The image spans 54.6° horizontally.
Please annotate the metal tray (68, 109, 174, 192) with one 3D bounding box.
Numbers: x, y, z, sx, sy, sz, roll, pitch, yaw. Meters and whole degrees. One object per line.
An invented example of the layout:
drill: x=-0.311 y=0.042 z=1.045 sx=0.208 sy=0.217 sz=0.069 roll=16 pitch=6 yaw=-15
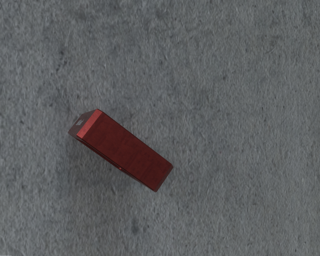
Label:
metal tray: x=-0.050 y=0.021 z=0.335 sx=0.090 sy=0.130 sz=0.030 roll=39 pitch=78 yaw=-16
